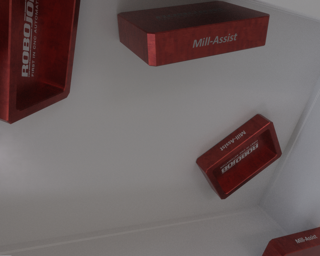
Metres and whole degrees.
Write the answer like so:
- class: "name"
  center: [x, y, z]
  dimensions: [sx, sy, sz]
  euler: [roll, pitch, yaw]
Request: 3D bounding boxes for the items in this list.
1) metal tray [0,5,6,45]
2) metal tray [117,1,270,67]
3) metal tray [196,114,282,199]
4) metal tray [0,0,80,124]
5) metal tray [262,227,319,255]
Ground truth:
- class: "metal tray"
  center: [-0.151, -0.083, 0.208]
  dimensions: [0.030, 0.130, 0.089]
  euler: [20, 111, -3]
- class: "metal tray"
  center: [0.032, -0.102, 0.320]
  dimensions: [0.131, 0.090, 0.030]
  euler: [-15, 125, -20]
- class: "metal tray"
  center: [0.132, 0.049, 0.507]
  dimensions: [0.130, 0.030, 0.090]
  euler: [-36, 129, -4]
- class: "metal tray"
  center: [-0.107, -0.078, 0.261]
  dimensions: [0.030, 0.090, 0.129]
  euler: [19, 115, 10]
- class: "metal tray"
  center: [0.220, 0.213, 0.505]
  dimensions: [0.131, 0.030, 0.089]
  euler: [-1, 119, -28]
